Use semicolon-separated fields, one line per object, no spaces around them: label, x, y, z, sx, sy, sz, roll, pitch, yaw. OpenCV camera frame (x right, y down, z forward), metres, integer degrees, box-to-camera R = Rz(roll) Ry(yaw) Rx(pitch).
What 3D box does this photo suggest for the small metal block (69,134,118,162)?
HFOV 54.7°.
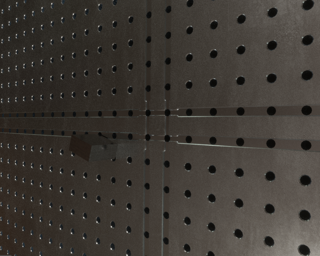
small metal block;-0.102;0.029;0.474;0.050;0.050;0.025;22;104;37
